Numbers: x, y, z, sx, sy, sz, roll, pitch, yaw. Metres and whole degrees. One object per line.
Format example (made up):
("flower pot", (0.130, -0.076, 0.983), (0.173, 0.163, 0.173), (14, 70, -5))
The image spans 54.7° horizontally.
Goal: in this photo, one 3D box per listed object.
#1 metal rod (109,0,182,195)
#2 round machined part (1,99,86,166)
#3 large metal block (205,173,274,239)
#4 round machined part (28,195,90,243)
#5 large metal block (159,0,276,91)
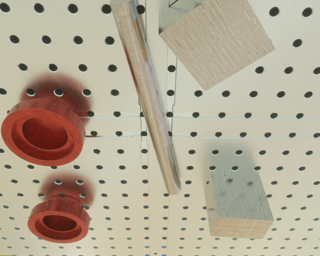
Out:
("metal rod", (-0.007, -0.015, 0.398), (0.025, 0.025, 0.298), (-9, 130, 7))
("round machined part", (-0.146, 0.002, 0.400), (0.099, 0.042, 0.097), (0, 130, 0))
("large metal block", (0.118, 0.120, 0.479), (0.081, 0.080, 0.050), (5, 130, -5))
("round machined part", (-0.168, 0.153, 0.529), (0.099, 0.042, 0.097), (0, 130, 0))
("large metal block", (0.055, -0.098, 0.313), (0.080, 0.050, 0.080), (-30, 124, 23))
